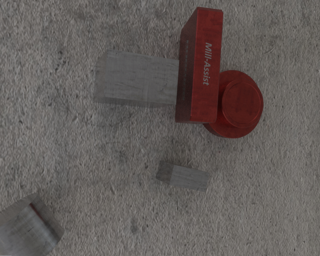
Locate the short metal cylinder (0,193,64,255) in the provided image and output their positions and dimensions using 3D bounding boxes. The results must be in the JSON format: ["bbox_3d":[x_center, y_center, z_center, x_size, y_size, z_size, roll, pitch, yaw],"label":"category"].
[{"bbox_3d":[-0.150,0.113,0.325,0.080,0.080,0.050,-34,101,-17],"label":"short metal cylinder"}]

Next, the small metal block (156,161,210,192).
[{"bbox_3d":[0.029,0.063,0.407,0.050,0.050,0.025,15,85,-20],"label":"small metal block"}]

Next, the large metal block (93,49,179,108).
[{"bbox_3d":[-0.032,-0.054,0.368,0.081,0.080,0.050,5,89,-20],"label":"large metal block"}]

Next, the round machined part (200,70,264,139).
[{"bbox_3d":[0.106,-0.034,0.439,0.099,0.042,0.097,0,90,-20],"label":"round machined part"}]

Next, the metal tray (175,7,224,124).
[{"bbox_3d":[0.046,-0.071,0.389,0.030,0.090,0.129,4,89,-9],"label":"metal tray"}]
